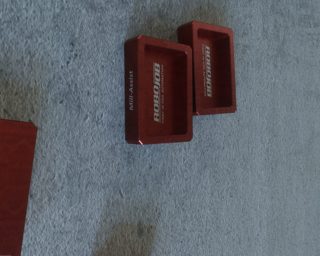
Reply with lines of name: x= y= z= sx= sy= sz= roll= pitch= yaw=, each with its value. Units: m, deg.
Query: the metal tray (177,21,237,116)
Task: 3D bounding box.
metal tray: x=0.072 y=-0.085 z=0.460 sx=0.091 sy=0.030 sz=0.129 roll=-6 pitch=94 yaw=-40

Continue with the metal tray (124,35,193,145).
metal tray: x=0.000 y=-0.046 z=0.400 sx=0.091 sy=0.030 sz=0.129 roll=-1 pitch=91 yaw=-40

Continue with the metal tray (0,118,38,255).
metal tray: x=-0.163 y=0.054 z=0.265 sx=0.091 sy=0.030 sz=0.129 roll=9 pitch=84 yaw=-40
